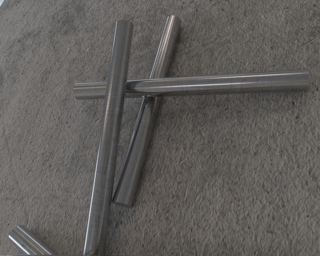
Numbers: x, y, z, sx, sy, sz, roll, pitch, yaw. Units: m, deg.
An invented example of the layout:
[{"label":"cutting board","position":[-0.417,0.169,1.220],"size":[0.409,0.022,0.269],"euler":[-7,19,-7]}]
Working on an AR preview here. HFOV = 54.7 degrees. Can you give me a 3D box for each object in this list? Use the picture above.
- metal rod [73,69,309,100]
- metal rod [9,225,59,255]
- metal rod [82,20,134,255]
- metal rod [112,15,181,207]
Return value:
[{"label":"metal rod","position":[0.025,-0.053,0.398],"size":[0.301,0.025,0.025],"euler":[0,61,19]},{"label":"metal rod","position":[-0.074,0.182,0.331],"size":[0.300,0.025,0.025],"euler":[19,72,35]},{"label":"metal rod","position":[-0.062,0.007,0.384],"size":[0.025,0.025,0.299],"euler":[-1,76,28]},{"label":"metal rod","position":[-0.012,-0.040,0.434],"size":[0.025,0.025,0.300],"euler":[0,62,28]}]
